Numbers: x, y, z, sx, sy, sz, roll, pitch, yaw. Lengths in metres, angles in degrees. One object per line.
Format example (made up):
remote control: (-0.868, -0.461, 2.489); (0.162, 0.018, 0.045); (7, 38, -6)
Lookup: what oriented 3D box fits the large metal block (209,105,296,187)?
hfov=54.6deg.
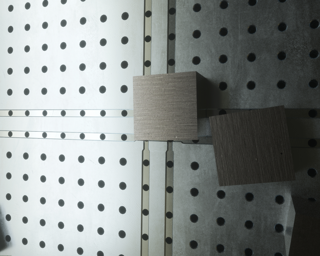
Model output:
large metal block: (0.107, 0.021, 0.361); (0.080, 0.050, 0.080); (-9, 87, 20)

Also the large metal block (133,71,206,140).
large metal block: (0.013, -0.025, 0.395); (0.080, 0.050, 0.080); (-1, 90, 20)

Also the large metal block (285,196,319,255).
large metal block: (0.177, 0.112, 0.321); (0.080, 0.080, 0.050); (9, 93, 20)
